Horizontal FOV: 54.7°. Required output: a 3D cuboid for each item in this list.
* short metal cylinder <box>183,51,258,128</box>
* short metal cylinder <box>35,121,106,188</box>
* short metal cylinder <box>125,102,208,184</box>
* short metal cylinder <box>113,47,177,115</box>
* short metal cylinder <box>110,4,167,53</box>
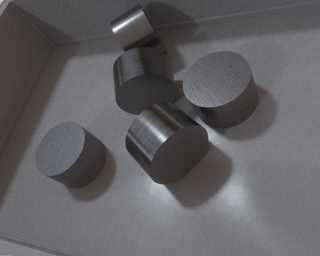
[{"bbox_3d":[0.075,-0.046,0.378,0.080,0.050,0.080,-13,56,20],"label":"short metal cylinder"},{"bbox_3d":[-0.123,0.037,0.429,0.080,0.050,0.080,-13,56,20],"label":"short metal cylinder"},{"bbox_3d":[0.008,0.017,0.355,0.080,0.080,0.050,-45,51,-3],"label":"short metal cylinder"},{"bbox_3d":[-0.021,-0.061,0.418,0.080,0.080,0.050,-22,54,15],"label":"short metal cylinder"},{"bbox_3d":[-0.032,-0.139,0.471,0.050,0.080,0.080,-29,52,10],"label":"short metal cylinder"}]
